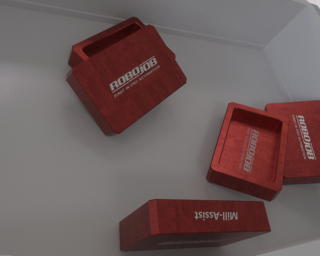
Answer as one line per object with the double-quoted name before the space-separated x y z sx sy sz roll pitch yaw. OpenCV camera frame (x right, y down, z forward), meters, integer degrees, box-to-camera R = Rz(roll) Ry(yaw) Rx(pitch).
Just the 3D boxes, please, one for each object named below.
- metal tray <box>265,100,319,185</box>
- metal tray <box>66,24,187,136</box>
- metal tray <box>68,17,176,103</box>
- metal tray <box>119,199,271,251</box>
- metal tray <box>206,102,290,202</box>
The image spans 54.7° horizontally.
"metal tray" 0.218 0.020 0.480 0.090 0.030 0.130 -4 59 4
"metal tray" -0.037 -0.062 0.389 0.131 0.030 0.090 -40 102 -29
"metal tray" -0.049 -0.097 0.434 0.090 0.030 0.131 45 51 3
"metal tray" 0.034 0.102 0.319 0.131 0.090 0.030 7 59 -25
"metal tray" 0.125 0.027 0.431 0.090 0.030 0.130 17 51 10
